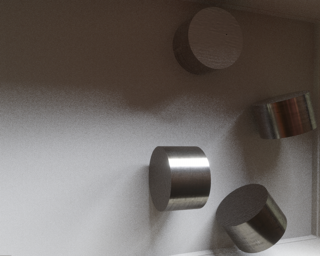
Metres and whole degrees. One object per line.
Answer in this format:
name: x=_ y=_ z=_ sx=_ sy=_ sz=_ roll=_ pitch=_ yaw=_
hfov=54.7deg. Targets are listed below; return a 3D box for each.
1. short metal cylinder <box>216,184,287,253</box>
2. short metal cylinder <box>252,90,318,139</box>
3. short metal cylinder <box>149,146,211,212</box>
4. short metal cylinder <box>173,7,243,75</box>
short metal cylinder: x=0.126 y=0.124 z=0.430 sx=0.080 sy=0.080 sz=0.050 roll=-40 pitch=103 yaw=-16
short metal cylinder: x=0.180 y=-0.020 z=0.450 sx=0.081 sy=0.080 sz=0.050 roll=-18 pitch=97 yaw=-19
short metal cylinder: x=0.022 y=0.063 z=0.391 sx=0.050 sy=0.080 sz=0.079 roll=2 pitch=90 yaw=-20
short metal cylinder: x=0.064 y=-0.116 z=0.422 sx=0.081 sy=0.050 sz=0.079 roll=0 pitch=90 yaw=-21
